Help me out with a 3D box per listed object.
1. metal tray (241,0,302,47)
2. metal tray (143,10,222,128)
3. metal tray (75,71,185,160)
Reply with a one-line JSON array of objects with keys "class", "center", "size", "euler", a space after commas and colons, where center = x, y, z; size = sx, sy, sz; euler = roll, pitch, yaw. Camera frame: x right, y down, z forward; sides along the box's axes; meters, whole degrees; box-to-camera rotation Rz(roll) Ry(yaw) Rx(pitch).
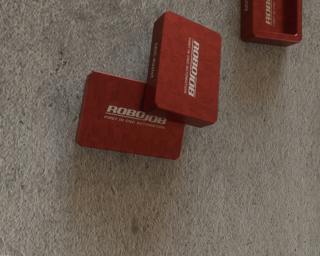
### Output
[{"class": "metal tray", "center": [0.169, -0.194, 0.468], "size": [0.091, 0.030, 0.129], "euler": [0, 90, -20]}, {"class": "metal tray", "center": [0.032, -0.073, 0.397], "size": [0.091, 0.030, 0.129], "euler": [14, 72, -27]}, {"class": "metal tray", "center": [-0.033, -0.013, 0.394], "size": [0.131, 0.030, 0.090], "euler": [10, 87, -20]}]
